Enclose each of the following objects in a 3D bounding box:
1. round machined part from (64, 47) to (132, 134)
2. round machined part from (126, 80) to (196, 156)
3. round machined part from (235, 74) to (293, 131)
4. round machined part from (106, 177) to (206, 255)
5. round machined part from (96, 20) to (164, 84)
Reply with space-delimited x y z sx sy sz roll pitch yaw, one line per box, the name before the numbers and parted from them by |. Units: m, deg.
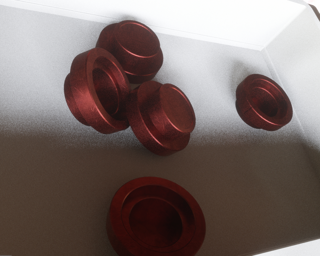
round machined part | -0.073 -0.040 0.360 0.098 0.042 0.097 -16 90 -69
round machined part | 0.008 -0.017 0.390 0.098 0.042 0.098 31 45 -36
round machined part | 0.165 -0.037 0.509 0.099 0.042 0.098 14 56 -21
round machined part | -0.007 0.101 0.318 0.099 0.042 0.098 13 39 -11
round machined part | -0.039 -0.115 0.446 0.099 0.042 0.098 14 56 -21
